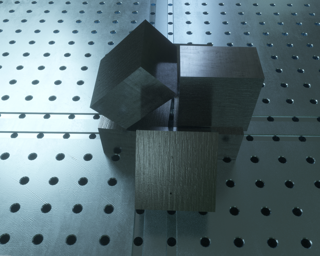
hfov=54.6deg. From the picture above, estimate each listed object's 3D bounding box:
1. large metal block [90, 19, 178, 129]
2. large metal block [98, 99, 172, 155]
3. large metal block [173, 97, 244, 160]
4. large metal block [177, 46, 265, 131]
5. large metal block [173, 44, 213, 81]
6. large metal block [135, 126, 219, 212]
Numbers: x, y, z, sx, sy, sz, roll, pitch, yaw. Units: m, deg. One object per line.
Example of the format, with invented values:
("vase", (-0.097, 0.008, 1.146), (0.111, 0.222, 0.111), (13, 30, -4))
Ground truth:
("large metal block", (-0.027, -0.058, 0.345), (0.080, 0.050, 0.080), (-31, 40, 33))
("large metal block", (-0.027, -0.011, 0.401), (0.080, 0.050, 0.080), (5, 50, 4))
("large metal block", (0.058, -0.008, 0.398), (0.080, 0.050, 0.080), (2, 50, 2))
("large metal block", (0.061, -0.042, 0.343), (0.080, 0.080, 0.050), (1, 50, 1))
("large metal block", (0.027, -0.081, 0.431), (0.080, 0.080, 0.050), (2, 89, 1))
("large metal block", (0.017, 0.041, 0.331), (0.080, 0.050, 0.080), (2, 95, 1))
